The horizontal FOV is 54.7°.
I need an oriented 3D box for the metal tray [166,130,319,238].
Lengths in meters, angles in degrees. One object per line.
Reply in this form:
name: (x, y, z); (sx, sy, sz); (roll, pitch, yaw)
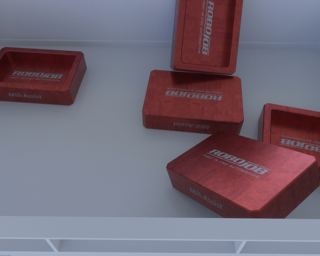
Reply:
metal tray: (0.079, 0.048, 0.322); (0.091, 0.030, 0.130); (-30, 26, -25)

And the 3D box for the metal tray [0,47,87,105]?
metal tray: (-0.187, -0.080, 0.466); (0.131, 0.030, 0.090); (4, 50, 3)

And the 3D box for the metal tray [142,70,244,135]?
metal tray: (0.046, -0.037, 0.434); (0.131, 0.030, 0.090); (5, 50, 4)

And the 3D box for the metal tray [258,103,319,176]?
metal tray: (0.192, 0.020, 0.387); (0.131, 0.030, 0.090); (11, 51, 8)

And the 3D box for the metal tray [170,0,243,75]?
metal tray: (0.067, -0.144, 0.444); (0.091, 0.129, 0.030); (4, 6, -9)
